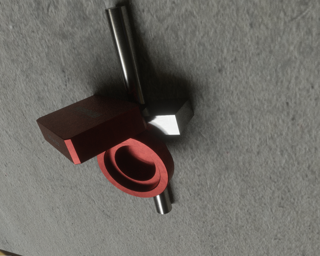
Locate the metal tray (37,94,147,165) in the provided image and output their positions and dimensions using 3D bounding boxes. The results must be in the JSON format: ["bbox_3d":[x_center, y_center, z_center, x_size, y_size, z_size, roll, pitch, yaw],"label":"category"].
[{"bbox_3d":[-0.088,-0.005,0.377,0.130,0.091,0.030,18,130,54],"label":"metal tray"}]

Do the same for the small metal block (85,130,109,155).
[{"bbox_3d":[-0.075,0.011,0.437,0.050,0.050,0.025,-20,108,35],"label":"small metal block"}]

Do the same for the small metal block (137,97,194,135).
[{"bbox_3d":[0.008,-0.015,0.378,0.050,0.050,0.025,-1,118,28],"label":"small metal block"}]

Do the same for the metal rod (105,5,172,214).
[{"bbox_3d":[-0.022,-0.006,0.415,0.025,0.025,0.298,2,120,27],"label":"metal rod"}]

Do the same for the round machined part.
[{"bbox_3d":[-0.027,0.039,0.399,0.098,0.042,0.097,12,127,18],"label":"round machined part"}]
